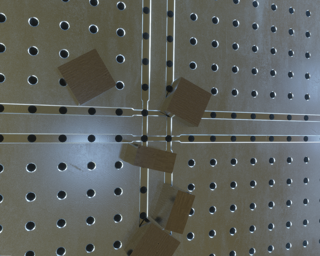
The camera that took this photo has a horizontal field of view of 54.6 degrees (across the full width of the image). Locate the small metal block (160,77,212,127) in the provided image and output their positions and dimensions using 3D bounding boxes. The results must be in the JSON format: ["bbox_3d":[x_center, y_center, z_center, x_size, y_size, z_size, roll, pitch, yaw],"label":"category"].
[{"bbox_3d":[0.036,-0.035,0.425,0.050,0.025,0.050,27,81,-18],"label":"small metal block"}]

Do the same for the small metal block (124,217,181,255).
[{"bbox_3d":[-0.010,0.156,0.409,0.050,0.025,0.050,39,78,-16],"label":"small metal block"}]

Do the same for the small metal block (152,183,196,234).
[{"bbox_3d":[0.017,0.104,0.405,0.025,0.050,0.050,22,83,-19],"label":"small metal block"}]

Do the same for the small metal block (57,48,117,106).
[{"bbox_3d":[-0.090,-0.061,0.379,0.050,0.025,0.050,-33,101,-17],"label":"small metal block"}]

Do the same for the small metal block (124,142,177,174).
[{"bbox_3d":[-0.014,0.037,0.394,0.050,0.050,0.025,15,85,-20],"label":"small metal block"}]
